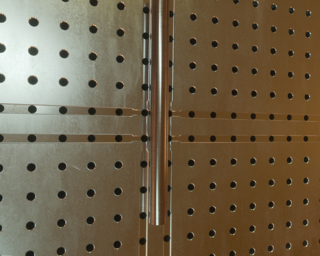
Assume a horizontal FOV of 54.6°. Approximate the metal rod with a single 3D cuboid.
[{"bbox_3d":[-0.001,-0.024,0.412,0.025,0.025,0.298,1,90,-20],"label":"metal rod"}]
